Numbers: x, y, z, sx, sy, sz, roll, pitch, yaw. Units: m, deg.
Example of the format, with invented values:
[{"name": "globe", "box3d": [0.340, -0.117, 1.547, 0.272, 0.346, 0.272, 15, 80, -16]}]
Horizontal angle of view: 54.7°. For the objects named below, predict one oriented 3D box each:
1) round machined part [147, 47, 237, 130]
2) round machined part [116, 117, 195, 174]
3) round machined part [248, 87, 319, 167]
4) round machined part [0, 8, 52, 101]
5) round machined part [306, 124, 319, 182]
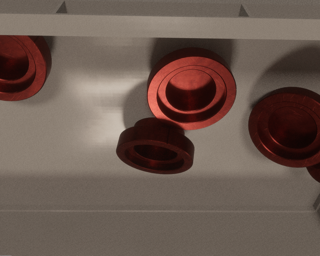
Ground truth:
[{"name": "round machined part", "box3d": [0.035, -0.048, 0.357, 0.099, 0.042, 0.097, -1, 129, -1]}, {"name": "round machined part", "box3d": [-0.004, 0.021, 0.403, 0.099, 0.042, 0.098, 7, 150, 5]}, {"name": "round machined part", "box3d": [0.163, -0.004, 0.377, 0.098, 0.042, 0.097, 19, 126, 29]}, {"name": "round machined part", "box3d": [-0.165, -0.080, 0.327, 0.099, 0.042, 0.097, -1, 130, 0]}, {"name": "round machined part", "box3d": [0.219, 0.024, 0.384, 0.042, 0.098, 0.097, 19, 128, -22]}]
